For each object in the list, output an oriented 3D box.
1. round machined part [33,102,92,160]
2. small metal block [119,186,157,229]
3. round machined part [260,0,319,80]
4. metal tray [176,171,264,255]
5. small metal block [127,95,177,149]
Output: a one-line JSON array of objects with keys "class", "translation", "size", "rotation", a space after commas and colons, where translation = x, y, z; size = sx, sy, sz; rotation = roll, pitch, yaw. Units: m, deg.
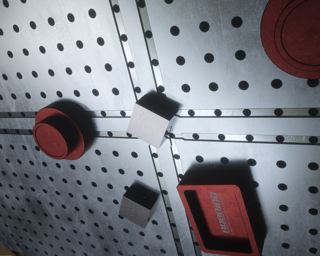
[{"class": "round machined part", "translation": [-0.161, 0.011, 0.492], "size": [0.098, 0.042, 0.097], "rotation": [13, 124, 21]}, {"class": "small metal block", "translation": [-0.037, 0.131, 0.512], "size": [0.050, 0.025, 0.050], "rotation": [25, 127, 12]}, {"class": "round machined part", "translation": [0.139, -0.088, 0.272], "size": [0.098, 0.042, 0.097], "rotation": [13, 124, 21]}, {"class": "metal tray", "translation": [0.087, 0.123, 0.437], "size": [0.090, 0.030, 0.129], "rotation": [-7, 115, 31]}, {"class": "small metal block", "translation": [-0.012, -0.008, 0.413], "size": [0.050, 0.025, 0.050], "rotation": [28, 128, 10]}]
